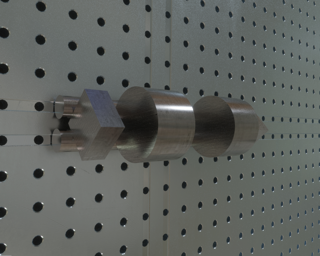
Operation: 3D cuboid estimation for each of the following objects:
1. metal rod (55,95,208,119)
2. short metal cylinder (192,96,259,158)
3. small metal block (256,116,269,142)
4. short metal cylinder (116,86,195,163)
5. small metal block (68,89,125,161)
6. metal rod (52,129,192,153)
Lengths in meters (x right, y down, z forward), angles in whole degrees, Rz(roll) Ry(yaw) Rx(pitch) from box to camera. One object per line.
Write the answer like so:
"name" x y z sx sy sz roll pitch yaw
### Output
"metal rod" 0.011 -0.020 0.419 0.302 0.025 0.025 1 90 -40
"short metal cylinder" 0.083 -0.002 0.414 0.050 0.080 0.080 1 90 -40
"small metal block" 0.126 0.000 0.469 0.025 0.050 0.050 1 49 -40
"short metal cylinder" -0.008 -0.003 0.338 0.050 0.080 0.080 1 90 -40
"small metal block" -0.065 -0.003 0.309 0.025 0.050 0.050 1 47 -40
"metal rod" 0.009 0.015 0.417 0.302 0.025 0.025 1 90 -40
